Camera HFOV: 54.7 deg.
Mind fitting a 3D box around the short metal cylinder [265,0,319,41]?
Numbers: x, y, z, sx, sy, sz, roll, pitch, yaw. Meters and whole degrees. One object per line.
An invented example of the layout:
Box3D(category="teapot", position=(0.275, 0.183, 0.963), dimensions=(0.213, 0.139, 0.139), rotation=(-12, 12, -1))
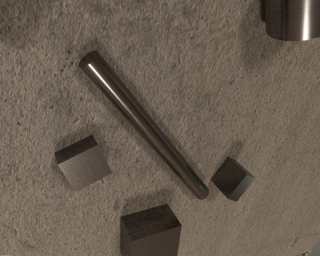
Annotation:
Box3D(category="short metal cylinder", position=(0.170, -0.147, 0.375), dimensions=(0.080, 0.080, 0.050), rotation=(-27, 128, -12))

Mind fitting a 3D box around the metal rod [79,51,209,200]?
Box3D(category="metal rod", position=(-0.002, 0.018, 0.418), dimensions=(0.025, 0.025, 0.300), rotation=(-40, 130, -1))

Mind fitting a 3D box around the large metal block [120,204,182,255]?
Box3D(category="large metal block", position=(-0.017, 0.177, 0.493), dimensions=(0.081, 0.050, 0.079), rotation=(-10, 123, -24))

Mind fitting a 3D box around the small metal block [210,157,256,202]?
Box3D(category="small metal block", position=(0.119, 0.084, 0.510), dimensions=(0.025, 0.050, 0.050), rotation=(26, 104, -38))

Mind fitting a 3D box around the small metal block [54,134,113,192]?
Box3D(category="small metal block", position=(-0.094, 0.044, 0.384), dimensions=(0.050, 0.025, 0.050), rotation=(-27, 128, -12))
